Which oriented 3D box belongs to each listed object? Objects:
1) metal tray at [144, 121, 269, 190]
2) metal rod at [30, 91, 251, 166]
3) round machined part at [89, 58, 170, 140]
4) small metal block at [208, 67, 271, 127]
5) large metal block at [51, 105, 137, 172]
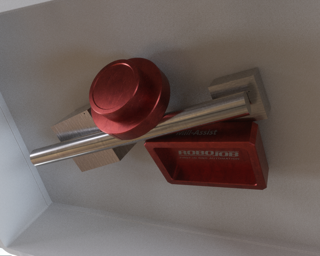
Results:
[{"bbox_3d":[0.057,0.035,0.376,0.130,0.030,0.090,-2,137,28],"label":"metal tray"},{"bbox_3d":[-0.043,0.008,0.375,0.300,0.025,0.025,-14,111,26],"label":"metal rod"},{"bbox_3d":[-0.041,-0.039,0.353,0.098,0.098,0.042,-4,157,30],"label":"round machined part"},{"bbox_3d":[0.088,-0.033,0.339,0.050,0.025,0.050,-12,113,33],"label":"small metal block"},{"bbox_3d":[-0.093,0.009,0.442,0.080,0.050,0.080,-19,109,35],"label":"large metal block"}]
